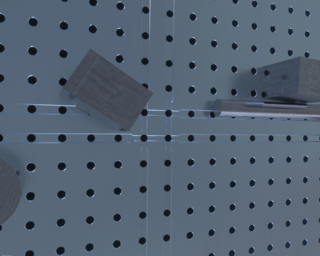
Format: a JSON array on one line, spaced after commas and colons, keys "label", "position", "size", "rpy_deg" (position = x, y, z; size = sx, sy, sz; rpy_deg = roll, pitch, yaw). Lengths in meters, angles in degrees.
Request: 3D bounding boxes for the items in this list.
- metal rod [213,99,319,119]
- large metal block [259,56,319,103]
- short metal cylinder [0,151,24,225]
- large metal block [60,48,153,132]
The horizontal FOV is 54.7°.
[{"label": "metal rod", "position": [0.224, -0.027, 0.494], "size": [0.302, 0.025, 0.025], "rpy_deg": [1, 90, -20]}, {"label": "large metal block", "position": [0.208, -0.067, 0.460], "size": [0.081, 0.080, 0.050], "rpy_deg": [5, 89, -20]}, {"label": "short metal cylinder", "position": [-0.190, 0.064, 0.329], "size": [0.081, 0.050, 0.080], "rpy_deg": [0, 90, -20]}, {"label": "large metal block", "position": [-0.065, -0.039, 0.359], "size": [0.080, 0.080, 0.050], "rpy_deg": [34, 79, -17]}]
